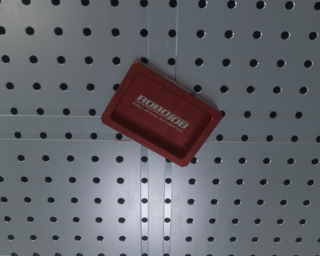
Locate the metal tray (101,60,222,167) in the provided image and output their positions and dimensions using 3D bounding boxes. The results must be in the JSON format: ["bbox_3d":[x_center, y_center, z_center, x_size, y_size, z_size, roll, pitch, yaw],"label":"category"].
[{"bbox_3d":[0.002,-0.017,0.404,0.130,0.030,0.090,30,107,-11],"label":"metal tray"}]
